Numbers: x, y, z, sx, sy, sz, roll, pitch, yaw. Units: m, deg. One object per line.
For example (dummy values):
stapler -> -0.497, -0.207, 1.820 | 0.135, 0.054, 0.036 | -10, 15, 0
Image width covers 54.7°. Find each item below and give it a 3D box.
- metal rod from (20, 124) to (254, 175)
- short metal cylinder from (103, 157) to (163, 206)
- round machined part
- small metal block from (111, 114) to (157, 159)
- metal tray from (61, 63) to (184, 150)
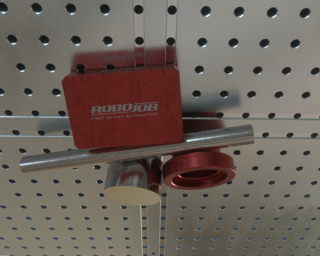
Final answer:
metal rod -> -0.033, 0.029, 0.402 | 0.302, 0.025, 0.025 | -8, 130, 6
short metal cylinder -> -0.036, 0.074, 0.442 | 0.080, 0.050, 0.080 | 4, 149, 3
round machined part -> 0.052, 0.051, 0.429 | 0.099, 0.042, 0.098 | -4, 152, -2
small metal block -> -0.036, 0.013, 0.433 | 0.050, 0.025, 0.050 | 14, 129, -12
metal tray -> -0.040, -0.025, 0.368 | 0.131, 0.030, 0.089 | -4, 112, 2
